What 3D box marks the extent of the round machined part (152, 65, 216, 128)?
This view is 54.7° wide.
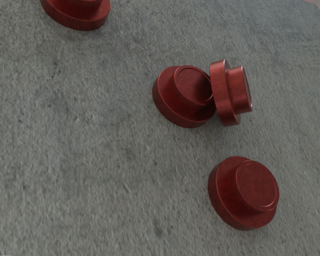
[{"bbox_3d":[0.042,-0.052,0.449,0.099,0.042,0.098,14,56,-21],"label":"round machined part"}]

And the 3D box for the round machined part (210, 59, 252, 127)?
[{"bbox_3d":[0.107,-0.053,0.451,0.098,0.042,0.097,-12,90,-69],"label":"round machined part"}]

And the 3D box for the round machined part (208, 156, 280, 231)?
[{"bbox_3d":[0.116,0.081,0.408,0.099,0.042,0.098,14,56,-21],"label":"round machined part"}]

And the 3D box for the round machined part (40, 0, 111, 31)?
[{"bbox_3d":[-0.118,-0.192,0.447,0.099,0.042,0.098,14,56,-21],"label":"round machined part"}]
